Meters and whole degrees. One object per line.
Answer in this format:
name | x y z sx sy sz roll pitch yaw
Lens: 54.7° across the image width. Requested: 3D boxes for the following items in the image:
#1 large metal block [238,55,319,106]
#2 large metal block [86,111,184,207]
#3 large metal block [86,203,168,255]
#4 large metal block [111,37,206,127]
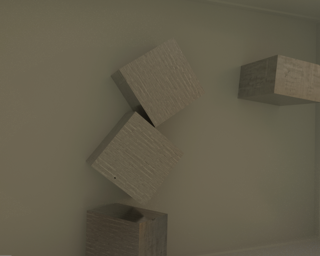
large metal block | 0.171 -0.064 0.444 0.081 0.080 0.050 7 88 -20
large metal block | -0.032 0.036 0.385 0.080 0.050 0.080 41 77 -16
large metal block | -0.039 0.137 0.359 0.050 0.080 0.080 3 88 -54
large metal block | -0.003 -0.056 0.396 0.080 0.050 0.080 -35 102 -17
